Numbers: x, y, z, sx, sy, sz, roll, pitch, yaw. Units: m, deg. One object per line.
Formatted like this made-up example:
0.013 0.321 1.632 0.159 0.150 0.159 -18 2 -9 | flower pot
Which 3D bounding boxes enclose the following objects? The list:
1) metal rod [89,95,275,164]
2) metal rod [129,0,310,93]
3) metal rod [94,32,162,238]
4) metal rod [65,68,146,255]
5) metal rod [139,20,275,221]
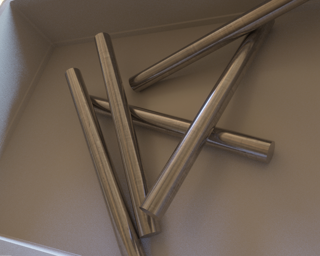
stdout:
-0.003 -0.009 0.411 0.300 0.025 0.025 16 70 34 | metal rod
0.085 -0.121 0.403 0.300 0.025 0.025 -25 53 25 | metal rod
-0.049 -0.010 0.407 0.025 0.025 0.299 -24 62 13 | metal rod
-0.081 0.029 0.409 0.025 0.025 0.299 -31 58 8 | metal rod
0.067 -0.031 0.361 0.025 0.025 0.300 17 62 34 | metal rod
